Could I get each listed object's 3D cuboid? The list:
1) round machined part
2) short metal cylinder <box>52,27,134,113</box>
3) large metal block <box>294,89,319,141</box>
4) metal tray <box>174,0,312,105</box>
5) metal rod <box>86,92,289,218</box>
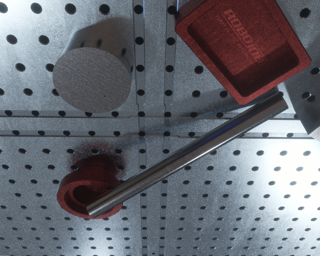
[{"bbox_3d":[-0.105,0.096,0.481,0.099,0.042,0.097,-1,130,0],"label":"round machined part"},{"bbox_3d":[-0.071,-0.063,0.341,0.081,0.050,0.079,0,130,0],"label":"short metal cylinder"},{"bbox_3d":[0.234,-0.017,0.385,0.080,0.050,0.080,26,125,-21],"label":"large metal block"},{"bbox_3d":[0.088,-0.093,0.330,0.090,0.030,0.130,-33,123,25],"label":"metal tray"},{"bbox_3d":[0.028,0.042,0.416,0.300,0.025,0.025,-31,124,12],"label":"metal rod"}]
